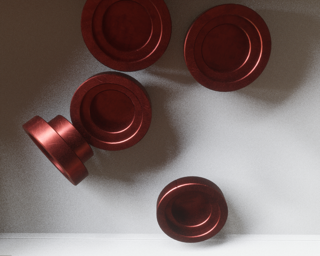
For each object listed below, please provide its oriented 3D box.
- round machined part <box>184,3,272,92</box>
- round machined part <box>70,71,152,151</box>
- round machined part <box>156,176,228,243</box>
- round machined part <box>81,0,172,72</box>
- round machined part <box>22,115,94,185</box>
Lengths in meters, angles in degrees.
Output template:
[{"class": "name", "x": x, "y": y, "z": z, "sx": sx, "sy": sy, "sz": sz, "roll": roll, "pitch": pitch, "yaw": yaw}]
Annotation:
[{"class": "round machined part", "x": 0.076, "y": -0.095, "z": 0.368, "sx": 0.099, "sy": 0.042, "sz": 0.097, "roll": 0, "pitch": 110, "yaw": -1}, {"class": "round machined part", "x": -0.059, "y": -0.024, "z": 0.393, "sx": 0.099, "sy": 0.042, "sz": 0.097, "roll": 0, "pitch": 110, "yaw": -1}, {"class": "round machined part", "x": 0.044, "y": 0.111, "z": 0.444, "sx": 0.099, "sy": 0.042, "sz": 0.097, "roll": 0, "pitch": 110, "yaw": -1}, {"class": "round machined part", "x": -0.037, "y": -0.117, "z": 0.355, "sx": 0.099, "sy": 0.042, "sz": 0.097, "roll": -2, "pitch": 116, "yaw": -3}, {"class": "round machined part", "x": -0.122, "y": 0.022, "z": 0.388, "sx": 0.042, "sy": 0.098, "sz": 0.098, "roll": -42, "pitch": 109, "yaw": -22}]
